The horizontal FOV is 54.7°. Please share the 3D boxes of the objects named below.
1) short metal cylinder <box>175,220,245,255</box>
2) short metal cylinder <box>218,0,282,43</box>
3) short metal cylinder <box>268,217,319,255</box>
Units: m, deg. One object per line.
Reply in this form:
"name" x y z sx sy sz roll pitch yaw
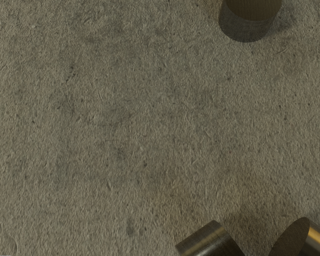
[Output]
"short metal cylinder" 0.059 0.146 0.326 0.050 0.080 0.080 -31 73 -10
"short metal cylinder" 0.131 -0.175 0.460 0.081 0.050 0.080 0 70 0
"short metal cylinder" 0.155 0.143 0.328 0.050 0.080 0.080 36 74 12
